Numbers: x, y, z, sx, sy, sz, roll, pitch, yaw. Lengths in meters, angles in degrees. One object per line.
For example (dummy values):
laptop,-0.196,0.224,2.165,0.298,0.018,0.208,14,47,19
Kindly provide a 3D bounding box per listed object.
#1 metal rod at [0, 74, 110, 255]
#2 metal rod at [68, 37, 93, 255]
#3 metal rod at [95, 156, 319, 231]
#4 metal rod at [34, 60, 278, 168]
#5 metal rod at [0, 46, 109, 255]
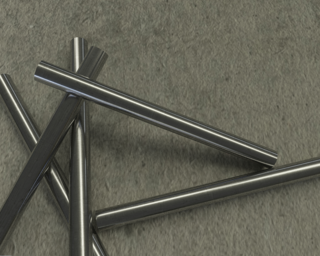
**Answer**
metal rod,-0.138,0.051,0.387,0.025,0.025,0.299,-31,73,-11
metal rod,-0.100,0.010,0.387,0.025,0.025,0.299,-6,64,-3
metal rod,0.074,0.077,0.380,0.302,0.025,0.025,-13,71,-5
metal rod,0.003,-0.012,0.372,0.302,0.025,0.025,21,71,-9
metal rod,-0.141,0.037,0.364,0.025,0.025,0.299,25,80,8
